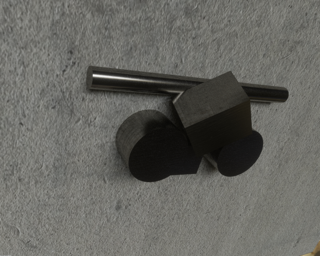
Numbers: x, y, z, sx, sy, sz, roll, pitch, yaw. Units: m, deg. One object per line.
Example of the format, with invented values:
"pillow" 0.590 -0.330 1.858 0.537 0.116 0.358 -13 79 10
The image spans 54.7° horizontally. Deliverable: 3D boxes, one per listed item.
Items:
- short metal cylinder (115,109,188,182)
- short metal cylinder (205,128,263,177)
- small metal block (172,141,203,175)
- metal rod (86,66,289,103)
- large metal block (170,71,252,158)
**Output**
"short metal cylinder" -0.011 0.022 0.399 0.081 0.050 0.079 -14 124 -21
"short metal cylinder" 0.106 0.026 0.466 0.081 0.050 0.079 -14 124 -21
"small metal block" 0.034 0.041 0.453 0.050 0.025 0.050 2 118 -29
"metal rod" 0.056 -0.053 0.406 0.303 0.025 0.025 1 118 -29
"large metal block" 0.068 -0.015 0.397 0.080 0.050 0.080 -24 145 3
